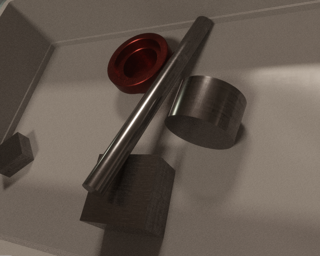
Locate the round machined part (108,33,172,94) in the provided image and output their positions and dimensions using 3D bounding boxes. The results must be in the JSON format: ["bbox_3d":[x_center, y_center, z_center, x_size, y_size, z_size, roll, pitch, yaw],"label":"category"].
[{"bbox_3d":[-0.025,-0.091,0.462,0.098,0.042,0.098,-13,56,20],"label":"round machined part"}]

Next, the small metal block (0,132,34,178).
[{"bbox_3d":[-0.237,0.043,0.501,0.050,0.025,0.050,-36,51,4],"label":"small metal block"}]

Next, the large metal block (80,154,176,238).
[{"bbox_3d":[-0.035,0.077,0.359,0.080,0.050,0.080,-2,61,27],"label":"large metal block"}]

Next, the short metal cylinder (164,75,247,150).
[{"bbox_3d":[0.052,-0.016,0.352,0.080,0.080,0.050,10,67,32],"label":"short metal cylinder"}]

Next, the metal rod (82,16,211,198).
[{"bbox_3d":[-0.002,-0.047,0.395,0.025,0.025,0.301,10,55,32],"label":"metal rod"}]
